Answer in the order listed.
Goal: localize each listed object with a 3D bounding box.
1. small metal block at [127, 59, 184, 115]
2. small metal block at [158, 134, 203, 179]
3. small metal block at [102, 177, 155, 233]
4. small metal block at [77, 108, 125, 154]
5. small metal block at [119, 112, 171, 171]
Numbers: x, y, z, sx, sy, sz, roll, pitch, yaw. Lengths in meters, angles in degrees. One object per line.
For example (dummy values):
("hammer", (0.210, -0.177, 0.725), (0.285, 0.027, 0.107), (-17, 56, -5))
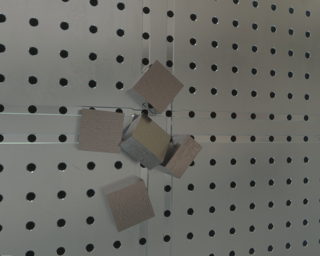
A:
("small metal block", (-0.005, -0.053, 0.410), (0.050, 0.025, 0.050), (42, 77, -15))
("small metal block", (0.022, 0.036, 0.407), (0.025, 0.050, 0.050), (42, 77, -15))
("small metal block", (-0.040, 0.097, 0.398), (0.050, 0.025, 0.050), (-19, 97, -19))
("small metal block", (-0.074, 0.004, 0.384), (0.050, 0.025, 0.050), (7, 88, -16))
("small metal block", (-0.017, 0.016, 0.392), (0.050, 0.025, 0.050), (41, 36, -16))
